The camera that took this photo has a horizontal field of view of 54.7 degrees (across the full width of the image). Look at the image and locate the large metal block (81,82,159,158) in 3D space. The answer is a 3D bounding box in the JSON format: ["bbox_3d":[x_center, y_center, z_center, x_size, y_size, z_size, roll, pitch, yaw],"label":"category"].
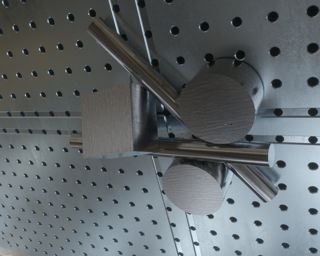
[{"bbox_3d":[-0.051,-0.005,0.391,0.080,0.050,0.080,-10,79,33],"label":"large metal block"}]

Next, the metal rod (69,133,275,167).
[{"bbox_3d":[-0.009,0.024,0.404,0.300,0.025,0.025,2,120,34],"label":"metal rod"}]

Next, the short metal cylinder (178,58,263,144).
[{"bbox_3d":[0.067,-0.030,0.337,0.080,0.050,0.079,13,124,21],"label":"short metal cylinder"}]

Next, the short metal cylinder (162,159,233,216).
[{"bbox_3d":[0.050,0.067,0.405,0.080,0.050,0.079,13,124,21],"label":"short metal cylinder"}]

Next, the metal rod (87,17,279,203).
[{"bbox_3d":[0.030,-0.020,0.379,0.300,0.025,0.025,44,129,-3],"label":"metal rod"}]
